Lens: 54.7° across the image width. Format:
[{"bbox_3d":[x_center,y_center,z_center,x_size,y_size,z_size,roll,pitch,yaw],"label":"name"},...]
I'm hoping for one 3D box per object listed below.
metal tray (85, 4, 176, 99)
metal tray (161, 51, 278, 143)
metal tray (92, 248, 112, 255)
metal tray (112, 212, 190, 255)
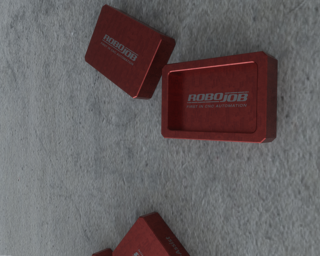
[{"bbox_3d":[-0.048,-0.109,0.439,0.130,0.030,0.089,39,113,33],"label":"metal tray"},{"bbox_3d":[0.061,-0.031,0.349,0.130,0.030,0.089,2,91,39],"label":"metal tray"},{"bbox_3d":[-0.089,0.263,0.472,0.090,0.030,0.129,42,115,31],"label":"metal tray"},{"bbox_3d":[0.000,0.188,0.400,0.130,0.030,0.089,48,118,29],"label":"metal tray"}]
